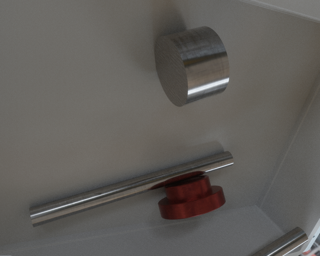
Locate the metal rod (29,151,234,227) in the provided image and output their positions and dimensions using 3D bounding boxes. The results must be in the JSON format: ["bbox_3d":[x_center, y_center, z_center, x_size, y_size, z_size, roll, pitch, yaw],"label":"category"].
[{"bbox_3d":[-0.025,0.081,0.446,0.303,0.025,0.025,-13,124,-22],"label":"metal rod"}]

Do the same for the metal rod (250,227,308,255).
[{"bbox_3d":[0.088,0.226,0.446,0.302,0.025,0.025,-25,128,-14],"label":"metal rod"}]

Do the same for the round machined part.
[{"bbox_3d":[0.045,0.099,0.462,0.099,0.098,0.042,-13,87,-22],"label":"round machined part"}]

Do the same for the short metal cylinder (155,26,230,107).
[{"bbox_3d":[0.034,-0.069,0.350,0.050,0.080,0.079,-19,126,-18],"label":"short metal cylinder"}]
